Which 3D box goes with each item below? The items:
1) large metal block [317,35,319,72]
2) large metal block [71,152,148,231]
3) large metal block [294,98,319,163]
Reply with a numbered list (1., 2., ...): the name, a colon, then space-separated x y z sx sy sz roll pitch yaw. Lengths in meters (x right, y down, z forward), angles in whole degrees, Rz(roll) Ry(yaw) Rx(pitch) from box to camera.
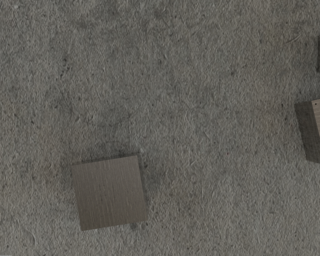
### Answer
1. large metal block: 0.256 -0.100 0.384 0.081 0.080 0.050 1 90 0
2. large metal block: -0.061 0.078 0.397 0.080 0.050 0.080 -9 90 0
3. large metal block: 0.231 -0.003 0.399 0.080 0.050 0.080 -13 90 0
